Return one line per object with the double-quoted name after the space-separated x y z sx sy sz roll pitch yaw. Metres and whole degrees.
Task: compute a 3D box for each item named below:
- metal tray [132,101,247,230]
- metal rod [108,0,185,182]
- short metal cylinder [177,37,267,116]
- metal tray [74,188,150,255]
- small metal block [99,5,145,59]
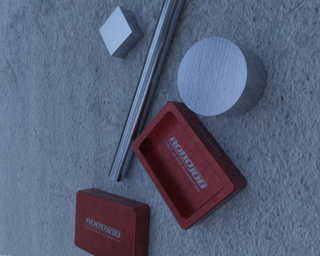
0.029 0.043 0.375 0.090 0.030 0.130 -49 62 28 "metal tray"
-0.016 -0.063 0.416 0.025 0.025 0.298 31 109 35 "metal rod"
0.066 -0.052 0.333 0.080 0.050 0.079 0 90 39 "short metal cylinder"
-0.075 0.147 0.461 0.130 0.030 0.089 5 93 39 "metal tray"
-0.056 -0.138 0.449 0.050 0.025 0.050 -39 67 33 "small metal block"
